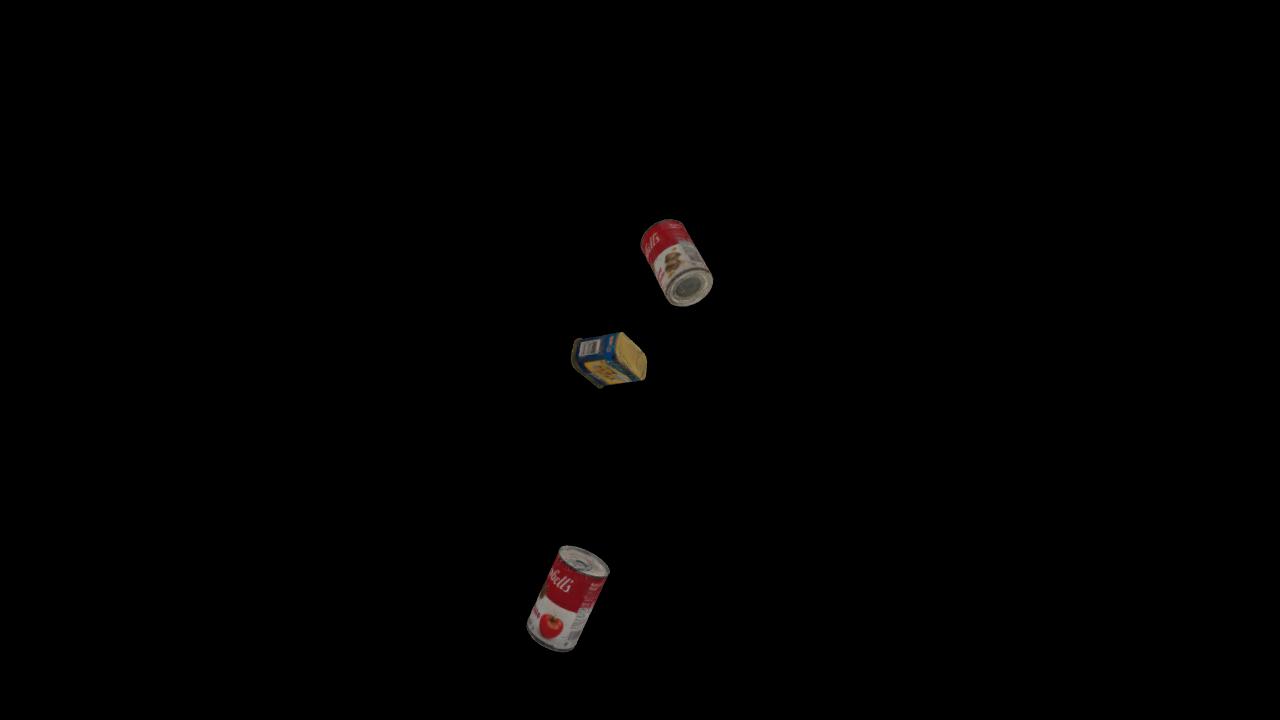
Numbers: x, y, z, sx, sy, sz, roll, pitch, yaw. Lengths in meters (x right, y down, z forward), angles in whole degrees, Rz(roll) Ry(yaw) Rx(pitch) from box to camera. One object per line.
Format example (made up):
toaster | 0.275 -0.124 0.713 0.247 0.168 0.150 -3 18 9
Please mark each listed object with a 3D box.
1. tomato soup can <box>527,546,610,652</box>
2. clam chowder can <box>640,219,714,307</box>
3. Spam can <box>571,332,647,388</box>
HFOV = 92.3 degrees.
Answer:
tomato soup can | -0.087 0.285 0.738 0.068 0.101 0.068 24 3 -2
clam chowder can | 0.049 -0.129 0.817 0.068 0.102 0.068 -16 -36 -12
Spam can | -0.048 0.001 0.999 0.085 0.058 0.101 -9 -31 29
